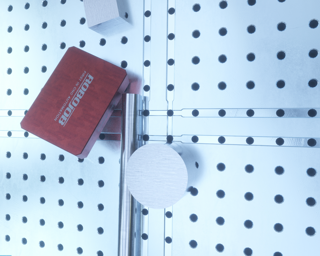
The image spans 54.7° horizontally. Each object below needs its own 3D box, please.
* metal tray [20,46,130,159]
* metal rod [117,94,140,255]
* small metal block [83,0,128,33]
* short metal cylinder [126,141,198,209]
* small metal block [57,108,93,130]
[{"bbox_3d":[-0.111,-0.035,0.417,0.090,0.030,0.130,26,77,7],"label":"metal tray"},{"bbox_3d":[-0.044,0.103,0.428,0.025,0.025,0.298,2,91,20],"label":"metal rod"},{"bbox_3d":[-0.079,-0.170,0.440,0.050,0.025,0.050,-13,86,19],"label":"small metal block"},{"bbox_3d":[0.003,0.058,0.398,0.080,0.050,0.080,0,90,20],"label":"short metal cylinder"},{"bbox_3d":[-0.125,-0.017,0.443,0.050,0.050,0.025,-41,77,15],"label":"small metal block"}]
